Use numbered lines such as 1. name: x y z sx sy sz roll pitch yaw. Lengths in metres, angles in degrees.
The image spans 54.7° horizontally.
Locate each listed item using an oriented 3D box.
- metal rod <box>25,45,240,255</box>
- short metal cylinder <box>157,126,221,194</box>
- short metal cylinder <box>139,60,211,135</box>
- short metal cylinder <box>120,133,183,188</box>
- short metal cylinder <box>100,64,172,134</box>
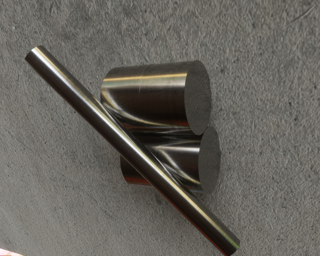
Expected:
1. metal rod: -0.026 0.028 0.336 0.300 0.025 0.025 45 129 -4
2. short metal cylinder: 0.037 0.037 0.376 0.050 0.080 0.080 1 119 28
3. short metal cylinder: 0.020 -0.032 0.343 0.050 0.080 0.080 1 119 28
4. short metal cylinder: -0.007 0.037 0.400 0.050 0.080 0.080 1 119 28
5. short metal cylinder: -0.025 -0.033 0.365 0.050 0.080 0.080 1 119 28
